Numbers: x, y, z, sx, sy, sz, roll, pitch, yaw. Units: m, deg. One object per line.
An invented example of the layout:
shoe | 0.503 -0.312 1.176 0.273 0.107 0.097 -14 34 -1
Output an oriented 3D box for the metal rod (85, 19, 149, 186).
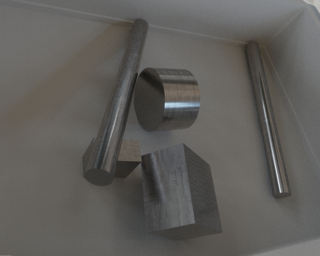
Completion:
metal rod | -0.042 -0.059 0.380 0.025 0.025 0.300 23 41 -15

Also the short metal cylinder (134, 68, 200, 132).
short metal cylinder | 0.007 -0.036 0.398 0.050 0.080 0.080 -4 64 -30

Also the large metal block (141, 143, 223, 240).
large metal block | 0.024 0.072 0.335 0.080 0.050 0.080 39 38 -53

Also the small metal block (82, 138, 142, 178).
small metal block | -0.054 0.034 0.341 0.050 0.050 0.025 5 60 -26

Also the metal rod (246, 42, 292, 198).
metal rod | 0.177 -0.031 0.522 0.025 0.025 0.299 14 56 -21
